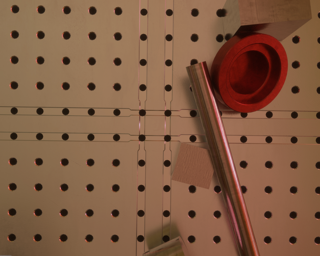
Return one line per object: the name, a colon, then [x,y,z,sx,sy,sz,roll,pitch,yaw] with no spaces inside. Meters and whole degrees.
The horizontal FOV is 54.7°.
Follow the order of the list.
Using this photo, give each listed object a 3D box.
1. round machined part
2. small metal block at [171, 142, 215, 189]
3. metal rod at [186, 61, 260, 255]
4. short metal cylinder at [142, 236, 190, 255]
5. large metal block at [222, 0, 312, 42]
round machined part: [0.108,-0.072,0.393,0.099,0.042,0.097,-8,115,-17]
small metal block: [0.046,0.049,0.414,0.050,0.025,0.050,15,90,-1]
metal rod: [0.087,0.064,0.394,0.025,0.025,0.298,-17,98,0]
short metal cylinder: [0.018,0.184,0.386,0.050,0.080,0.080,-25,90,0]
large metal block: [0.128,-0.143,0.387,0.081,0.080,0.050,-6,89,0]
